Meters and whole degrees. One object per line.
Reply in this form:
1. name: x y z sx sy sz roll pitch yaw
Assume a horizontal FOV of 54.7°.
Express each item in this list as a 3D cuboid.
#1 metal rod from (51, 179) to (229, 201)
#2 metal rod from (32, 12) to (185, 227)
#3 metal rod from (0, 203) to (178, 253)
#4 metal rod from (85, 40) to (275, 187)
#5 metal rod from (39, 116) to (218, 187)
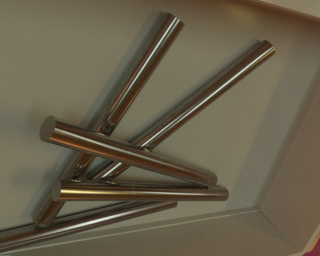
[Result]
1. metal rod: -0.003 0.092 0.442 0.302 0.025 0.025 12 113 -40
2. metal rod: -0.067 -0.001 0.370 0.025 0.025 0.299 27 104 -37
3. metal rod: -0.115 0.132 0.427 0.303 0.025 0.025 -8 122 -25
4. metal rod: 0.029 -0.017 0.413 0.301 0.025 0.025 -38 129 -3
5. metal rod: -0.010 0.043 0.397 0.301 0.025 0.025 24 106 -47
